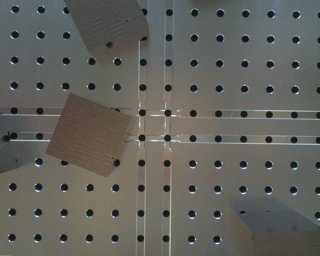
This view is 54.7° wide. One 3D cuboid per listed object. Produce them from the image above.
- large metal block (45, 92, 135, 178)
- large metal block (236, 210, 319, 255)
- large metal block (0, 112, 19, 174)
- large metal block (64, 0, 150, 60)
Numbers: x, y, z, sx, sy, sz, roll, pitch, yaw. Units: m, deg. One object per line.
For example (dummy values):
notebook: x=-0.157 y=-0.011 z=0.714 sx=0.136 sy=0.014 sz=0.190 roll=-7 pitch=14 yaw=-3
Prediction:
large metal block: x=-0.087 y=0.008 z=0.400 sx=0.080 sy=0.050 sz=0.080 roll=22 pitch=90 yaw=-1
large metal block: x=0.146 y=0.141 z=0.388 sx=0.081 sy=0.080 sz=0.050 roll=-3 pitch=90 yaw=-1
large metal block: x=-0.229 y=0.024 z=0.383 sx=0.050 sy=0.080 sz=0.080 roll=-17 pitch=90 yaw=0
large metal block: x=-0.068 y=-0.145 z=0.400 sx=0.080 sy=0.050 sz=0.080 roll=-25 pitch=90 yaw=-1
